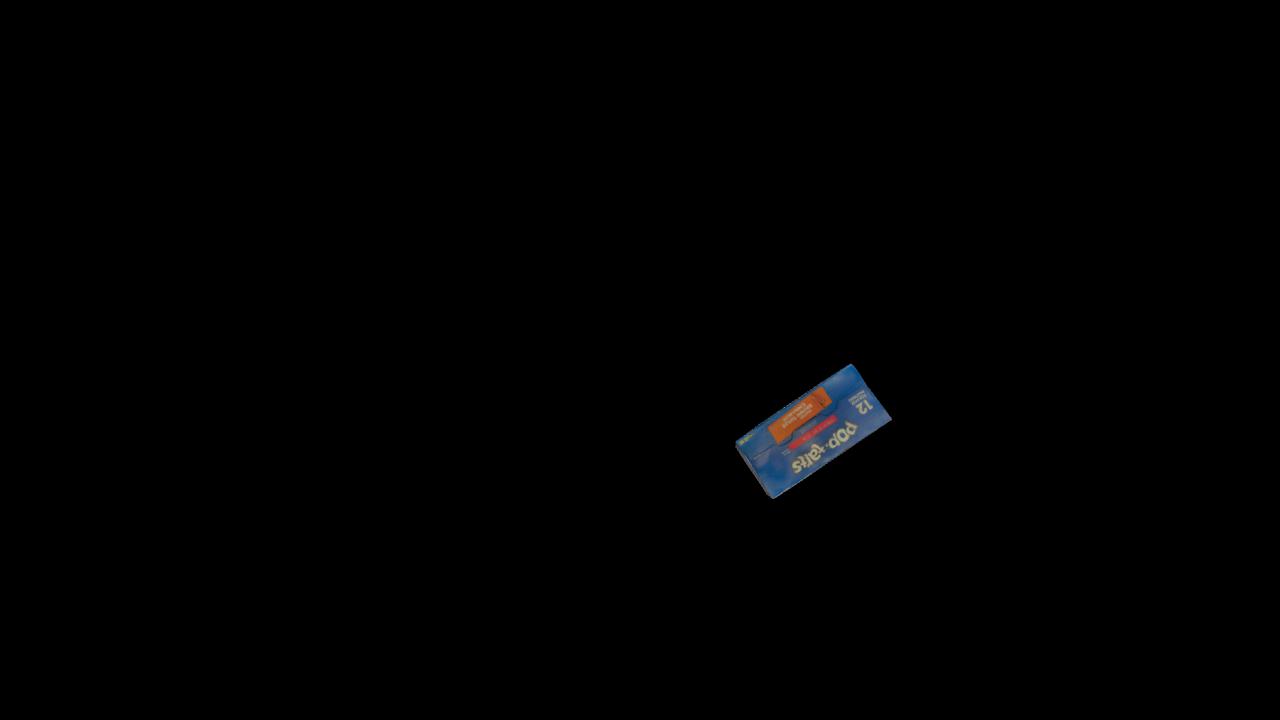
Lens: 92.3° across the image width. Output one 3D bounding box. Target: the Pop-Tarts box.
[{"bbox_3d":[0.210,0.093,0.777,0.167,0.083,0.141,-35,-13,2],"label":"Pop-Tarts box"}]
